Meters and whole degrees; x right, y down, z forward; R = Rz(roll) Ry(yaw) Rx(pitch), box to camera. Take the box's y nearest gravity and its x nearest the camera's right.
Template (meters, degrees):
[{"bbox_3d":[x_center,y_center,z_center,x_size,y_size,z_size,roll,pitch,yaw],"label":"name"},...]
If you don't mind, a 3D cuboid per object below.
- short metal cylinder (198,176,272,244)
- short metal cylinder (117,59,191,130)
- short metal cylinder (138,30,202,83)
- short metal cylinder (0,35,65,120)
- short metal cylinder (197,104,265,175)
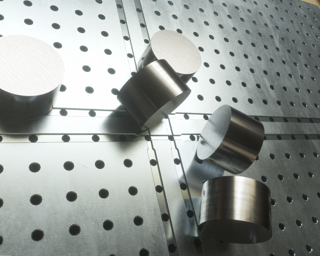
[{"bbox_3d":[0.087,0.097,0.360,0.080,0.080,0.050,22,54,-15],"label":"short metal cylinder"},{"bbox_3d":[-0.007,-0.041,0.394,0.081,0.080,0.050,-33,80,-38],"label":"short metal cylinder"},{"bbox_3d":[0.014,-0.097,0.459,0.081,0.050,0.080,14,56,-21],"label":"short metal cylinder"},{"bbox_3d":[-0.152,-0.056,0.344,0.081,0.050,0.080,13,56,-21],"label":"short metal cylinder"},{"bbox_3d":[0.092,0.015,0.413,0.050,0.080,0.080,26,53,-13],"label":"short metal cylinder"}]
